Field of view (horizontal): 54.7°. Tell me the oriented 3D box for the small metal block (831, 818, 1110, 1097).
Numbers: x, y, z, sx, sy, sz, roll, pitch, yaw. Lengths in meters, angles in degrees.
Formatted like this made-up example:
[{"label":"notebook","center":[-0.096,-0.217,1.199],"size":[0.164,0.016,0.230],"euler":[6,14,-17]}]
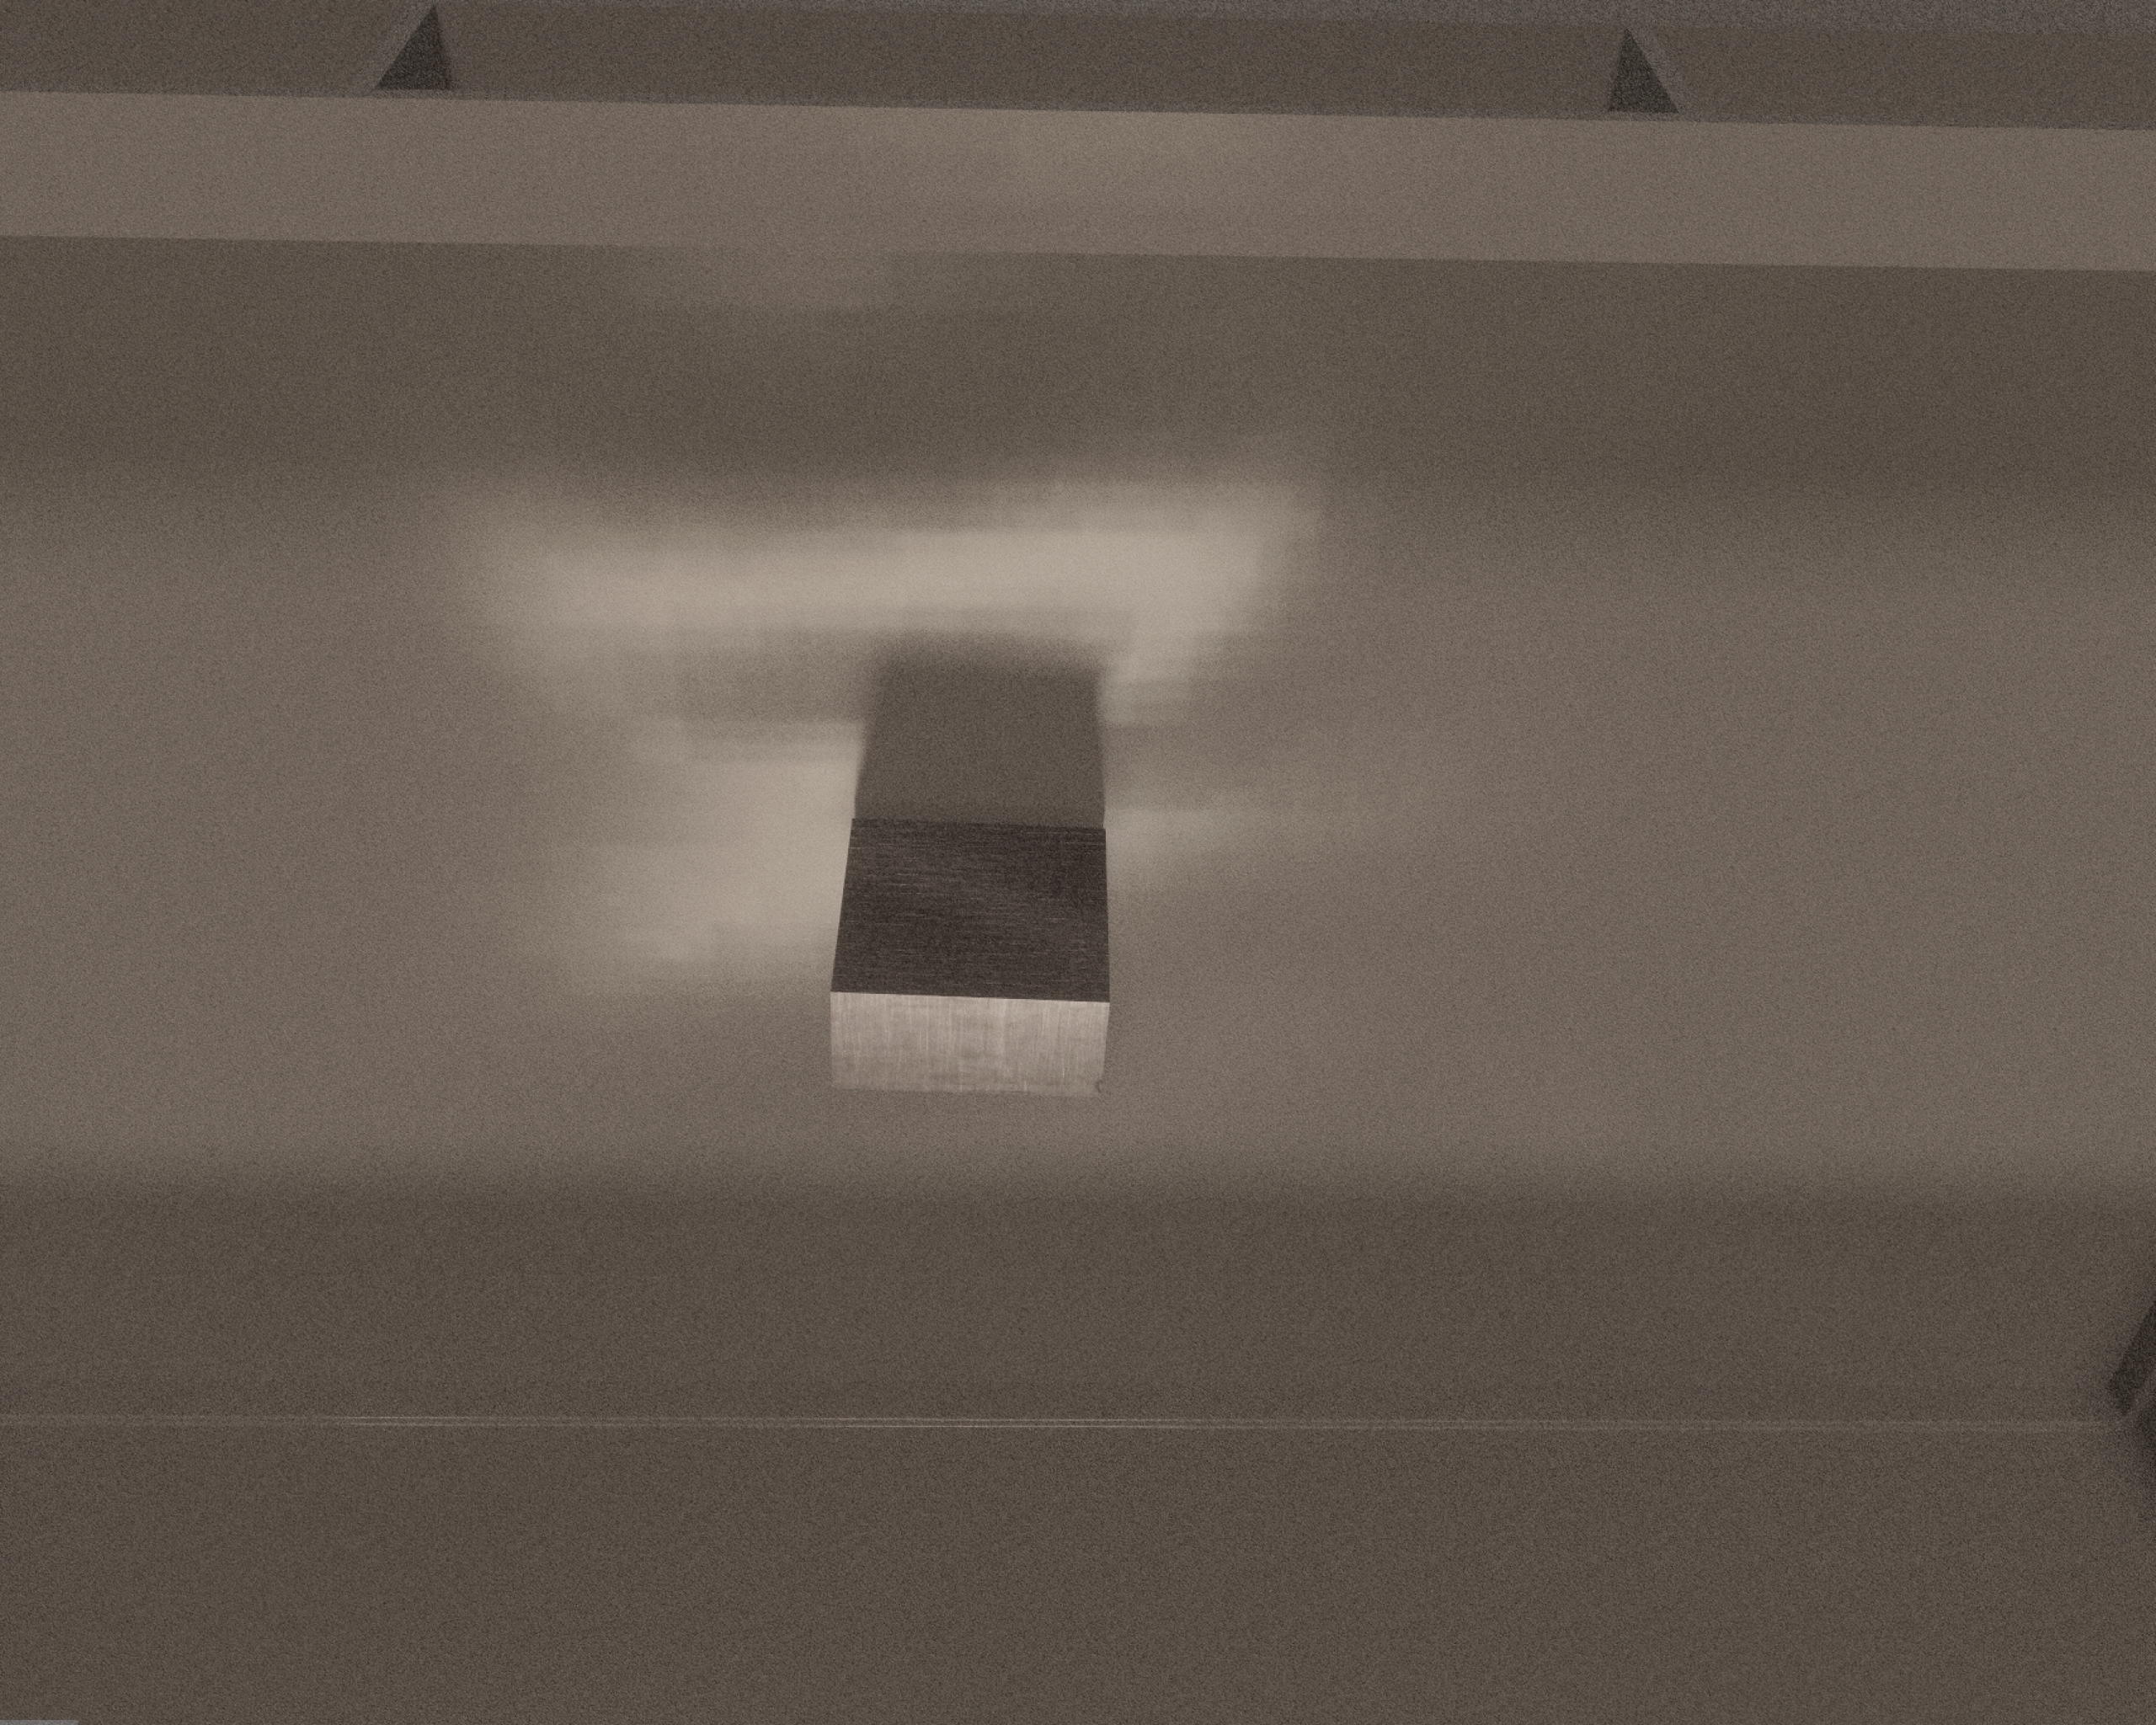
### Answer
[{"label":"small metal block","center":[-0.020,0.018,0.403],"size":[0.050,0.050,0.025],"euler":[2,130,-3]}]
